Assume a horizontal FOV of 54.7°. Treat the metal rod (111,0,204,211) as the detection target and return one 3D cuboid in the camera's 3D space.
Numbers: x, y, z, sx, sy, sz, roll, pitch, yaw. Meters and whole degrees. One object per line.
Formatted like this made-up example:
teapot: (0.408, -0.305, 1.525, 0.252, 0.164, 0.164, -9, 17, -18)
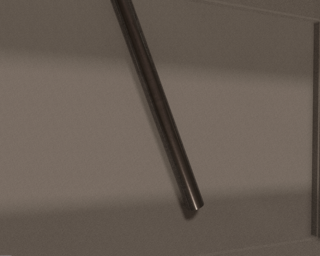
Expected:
metal rod: (-0.001, -0.031, 0.410, 0.025, 0.025, 0.298, -23, 98, -19)
